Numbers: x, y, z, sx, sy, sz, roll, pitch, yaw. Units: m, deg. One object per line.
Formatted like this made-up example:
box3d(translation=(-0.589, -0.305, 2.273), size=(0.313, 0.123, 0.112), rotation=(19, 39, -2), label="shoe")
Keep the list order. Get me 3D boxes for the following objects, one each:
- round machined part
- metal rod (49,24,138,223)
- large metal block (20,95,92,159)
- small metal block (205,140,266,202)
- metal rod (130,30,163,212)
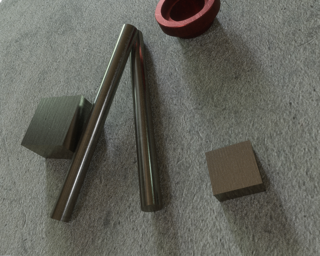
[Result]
box3d(translation=(0.045, -0.177, 0.477), size=(0.098, 0.042, 0.098), rotation=(-13, 56, 20), label="round machined part")
box3d(translation=(-0.088, -0.019, 0.442), size=(0.025, 0.025, 0.299), rotation=(6, 70, 31), label="metal rod")
box3d(translation=(-0.146, 0.000, 0.462), size=(0.080, 0.050, 0.080), rotation=(-1, 61, 27), label="large metal block")
box3d(translation=(0.080, 0.046, 0.333), size=(0.050, 0.025, 0.050), rotation=(-18, 55, 17), label="small metal block")
box3d(translation=(-0.025, -0.032, 0.435), size=(0.025, 0.025, 0.299), rotation=(-19, 54, 17), label="metal rod")
